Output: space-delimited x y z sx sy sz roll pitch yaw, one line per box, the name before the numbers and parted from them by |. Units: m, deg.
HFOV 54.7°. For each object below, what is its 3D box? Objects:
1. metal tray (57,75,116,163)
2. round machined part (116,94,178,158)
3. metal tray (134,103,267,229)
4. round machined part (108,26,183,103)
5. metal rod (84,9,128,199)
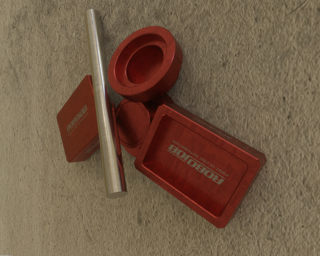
metal tray | -0.116 -0.011 0.485 0.129 0.030 0.090 -38 64 42
round machined part | -0.025 -0.007 0.417 0.098 0.042 0.097 0 90 40
metal tray | 0.041 0.039 0.355 0.130 0.030 0.089 32 110 24
round machined part | -0.015 -0.076 0.393 0.098 0.042 0.098 -14 61 27
metal rod | -0.079 -0.051 0.428 0.025 0.025 0.299 -34 56 35
